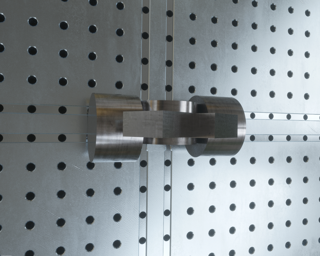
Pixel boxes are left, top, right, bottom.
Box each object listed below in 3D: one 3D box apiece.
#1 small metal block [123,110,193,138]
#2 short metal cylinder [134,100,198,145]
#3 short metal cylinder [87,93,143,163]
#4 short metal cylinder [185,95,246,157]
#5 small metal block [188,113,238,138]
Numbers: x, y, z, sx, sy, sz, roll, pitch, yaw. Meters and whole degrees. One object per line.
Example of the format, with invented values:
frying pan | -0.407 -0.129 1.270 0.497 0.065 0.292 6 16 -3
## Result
small metal block | -0.001 -0.004 0.312 0.050 0.050 0.025 1 90 -52
short metal cylinder | 0.007 -0.006 0.386 0.081 0.080 0.050 1 90 -20
short metal cylinder | -0.055 0.000 0.363 0.050 0.080 0.080 1 90 -20
short metal cylinder | 0.068 -0.002 0.408 0.050 0.080 0.079 1 90 -19
small metal block | 0.050 -0.002 0.336 0.050 0.050 0.025 1 90 -51
